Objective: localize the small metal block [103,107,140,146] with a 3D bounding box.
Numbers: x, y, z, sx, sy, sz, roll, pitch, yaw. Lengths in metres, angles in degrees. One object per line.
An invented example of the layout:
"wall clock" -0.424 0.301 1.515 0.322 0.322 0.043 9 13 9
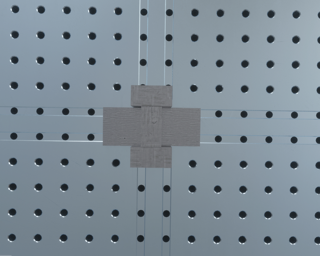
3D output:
"small metal block" -0.049 -0.002 0.412 0.050 0.025 0.050 1 90 -1

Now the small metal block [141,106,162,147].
"small metal block" -0.011 -0.002 0.400 0.025 0.050 0.050 1 90 0

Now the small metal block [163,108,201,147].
"small metal block" 0.027 -0.001 0.413 0.050 0.025 0.050 1 90 -1

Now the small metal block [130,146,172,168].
"small metal block" -0.011 0.036 0.400 0.050 0.050 0.025 1 90 -1

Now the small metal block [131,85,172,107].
"small metal block" -0.010 -0.039 0.400 0.050 0.050 0.025 1 90 -1
